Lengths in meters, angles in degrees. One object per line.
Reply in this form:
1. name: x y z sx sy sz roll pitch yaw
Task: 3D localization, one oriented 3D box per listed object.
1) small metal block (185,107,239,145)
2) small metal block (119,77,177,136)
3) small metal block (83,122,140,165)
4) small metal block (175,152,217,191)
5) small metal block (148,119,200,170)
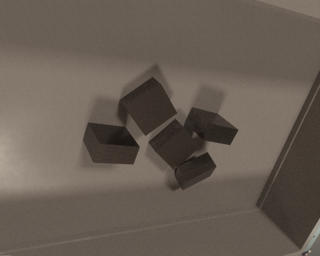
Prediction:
1. small metal block: 0.071 -0.003 0.432 0.050 0.050 0.025 11 113 -33
2. small metal block: -0.014 -0.027 0.386 0.050 0.025 0.050 -36 130 -5
3. small metal block: -0.059 0.019 0.373 0.050 0.050 0.025 7 115 -32
4. small metal block: 0.052 0.066 0.466 0.050 0.025 0.050 -24 158 -14
5. small metal block: 0.021 0.024 0.436 0.050 0.025 0.050 -42 130 0
